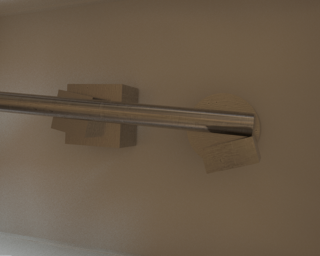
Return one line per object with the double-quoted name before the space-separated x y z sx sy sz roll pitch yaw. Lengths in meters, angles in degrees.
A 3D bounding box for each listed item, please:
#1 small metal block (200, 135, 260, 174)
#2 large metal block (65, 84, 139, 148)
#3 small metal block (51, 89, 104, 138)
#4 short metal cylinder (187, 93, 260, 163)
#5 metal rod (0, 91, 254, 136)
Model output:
"small metal block" 0.073 0.026 0.315 0.050 0.050 0.025 -15 85 19
"large metal block" -0.078 -0.017 0.420 0.080 0.050 0.079 3 91 19
"small metal block" -0.104 -0.018 0.391 0.050 0.025 0.050 14 94 19
"short metal cylinder" 0.077 0.001 0.368 0.080 0.050 0.079 0 90 19
"metal rod" -0.051 -0.018 0.351 0.301 0.025 0.025 6 92 11
